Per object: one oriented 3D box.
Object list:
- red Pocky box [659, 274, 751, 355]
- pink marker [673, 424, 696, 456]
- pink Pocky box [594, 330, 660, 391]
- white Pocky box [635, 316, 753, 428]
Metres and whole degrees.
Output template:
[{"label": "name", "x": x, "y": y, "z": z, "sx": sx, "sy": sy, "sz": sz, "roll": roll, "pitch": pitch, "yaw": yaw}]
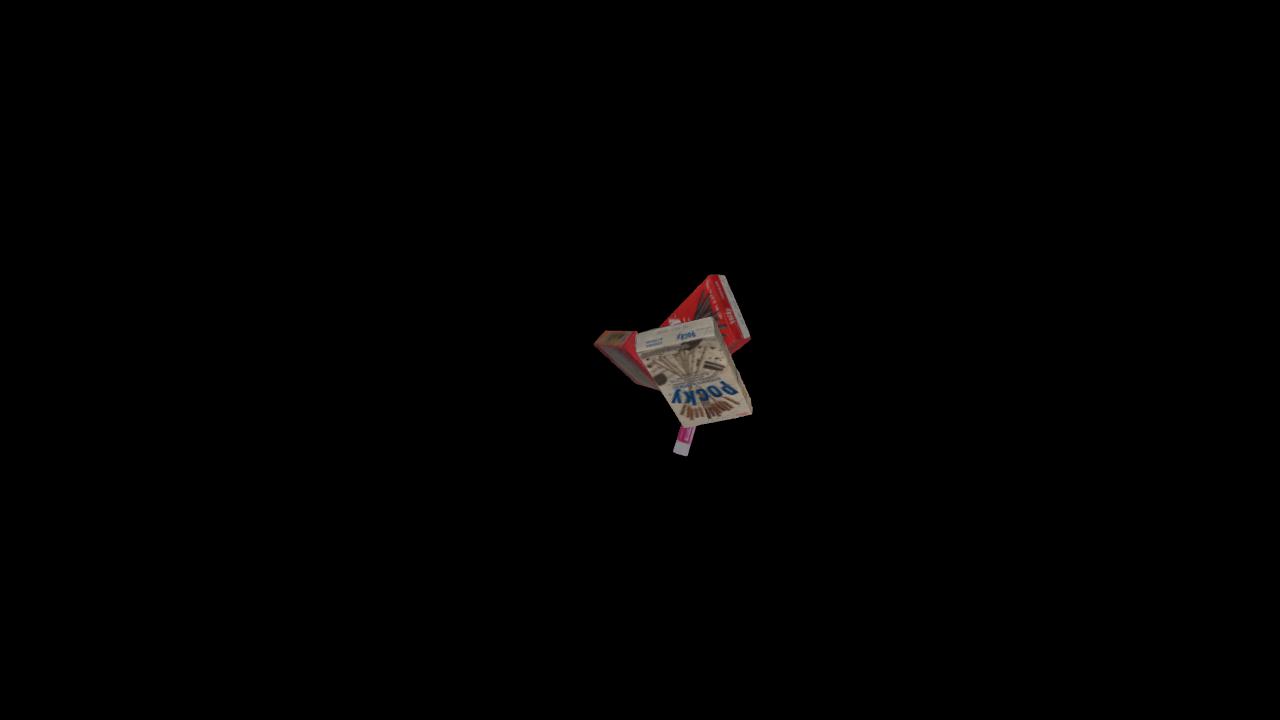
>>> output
[{"label": "red Pocky box", "x": 0.064, "y": -0.025, "z": 0.720, "sx": 0.028, "sy": 0.083, "sz": 0.155, "roll": -9, "pitch": -21, "yaw": -31}, {"label": "pink marker", "x": 0.067, "y": 0.057, "z": 0.750, "sx": 0.020, "sy": 0.121, "sz": 0.020, "roll": 17, "pitch": -1, "yaw": 0}, {"label": "pink Pocky box", "x": -0.005, "y": 0.000, "z": 0.760, "sx": 0.084, "sy": 0.029, "sz": 0.155, "roll": 42, "pitch": -9, "yaw": -14}, {"label": "white Pocky box", "x": 0.060, "y": 0.017, "z": 0.649, "sx": 0.084, "sy": 0.028, "sz": 0.154, "roll": -13, "pitch": -40, "yaw": 17}]
